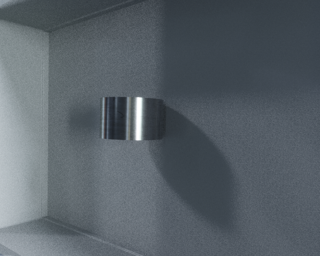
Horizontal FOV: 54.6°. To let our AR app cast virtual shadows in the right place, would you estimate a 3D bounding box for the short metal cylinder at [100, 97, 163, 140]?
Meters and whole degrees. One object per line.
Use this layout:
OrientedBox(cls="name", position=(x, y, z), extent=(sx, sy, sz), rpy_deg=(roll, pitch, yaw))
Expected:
OrientedBox(cls="short metal cylinder", position=(-0.036, -0.012, 0.398), extent=(0.080, 0.081, 0.050), rpy_deg=(3, 92, 40))
